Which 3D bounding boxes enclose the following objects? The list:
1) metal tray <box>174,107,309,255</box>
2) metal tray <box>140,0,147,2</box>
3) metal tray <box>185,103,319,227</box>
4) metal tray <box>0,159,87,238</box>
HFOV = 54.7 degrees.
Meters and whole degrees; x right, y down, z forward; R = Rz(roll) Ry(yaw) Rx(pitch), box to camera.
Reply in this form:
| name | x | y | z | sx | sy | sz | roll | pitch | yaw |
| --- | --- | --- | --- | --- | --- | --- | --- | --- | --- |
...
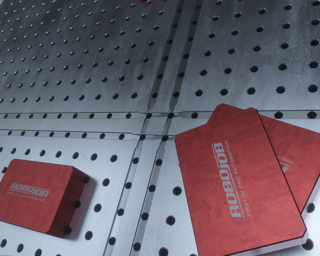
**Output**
| name | x | y | z | sx | sy | sz | roll | pitch | yaw |
| --- | --- | --- | --- | --- | --- | --- | --- | --- | --- |
| metal tray | 0.071 | 0.052 | 0.296 | 0.090 | 0.030 | 0.130 | -21 | 54 | 15 |
| metal tray | -0.024 | -0.310 | 0.606 | 0.090 | 0.030 | 0.130 | -31 | 52 | 7 |
| metal tray | 0.102 | 0.033 | 0.331 | 0.130 | 0.030 | 0.090 | 23 | 74 | 36 |
| metal tray | -0.175 | 0.095 | 0.437 | 0.130 | 0.030 | 0.090 | 2 | 63 | 29 |
